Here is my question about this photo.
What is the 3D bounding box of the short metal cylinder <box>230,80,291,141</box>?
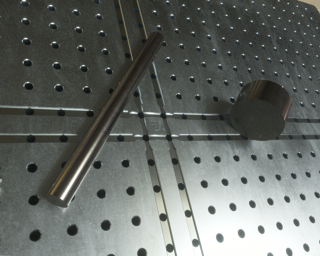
[{"bbox_3d":[0.154,-0.026,0.474,0.080,0.080,0.050,38,51,-3],"label":"short metal cylinder"}]

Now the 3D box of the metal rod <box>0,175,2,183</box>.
[{"bbox_3d":[-0.233,-0.072,0.326,0.025,0.025,0.299,-19,72,-36],"label":"metal rod"}]

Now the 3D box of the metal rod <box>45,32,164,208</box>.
[{"bbox_3d":[-0.054,-0.035,0.401,0.025,0.025,0.301,31,51,-9],"label":"metal rod"}]
